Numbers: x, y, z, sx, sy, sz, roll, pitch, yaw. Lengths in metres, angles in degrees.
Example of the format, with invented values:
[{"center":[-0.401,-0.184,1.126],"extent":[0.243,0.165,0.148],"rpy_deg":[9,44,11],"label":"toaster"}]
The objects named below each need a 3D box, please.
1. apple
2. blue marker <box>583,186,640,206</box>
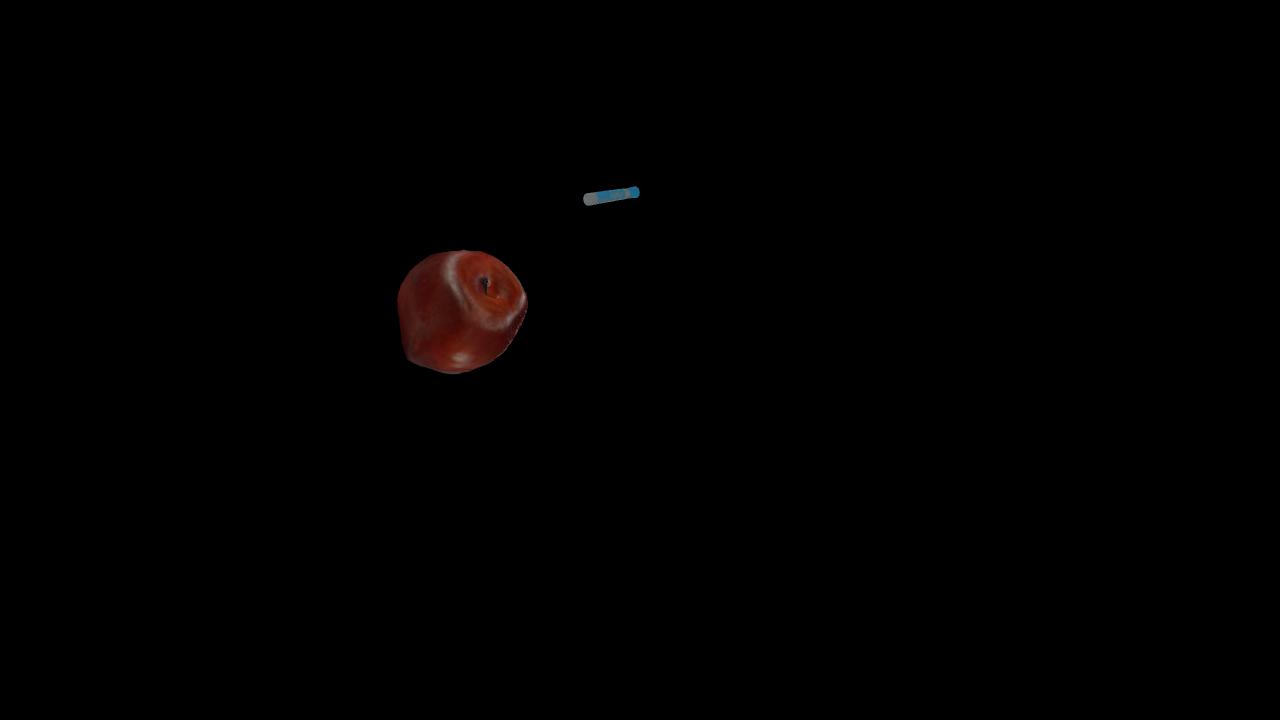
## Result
[{"center":[-0.120,-0.031,0.407],"extent":[0.079,0.079,0.093],"rpy_deg":[0,-26,-44],"label":"apple"},{"center":[-0.042,-0.263,0.983],"extent":[0.020,0.020,0.121],"rpy_deg":[0,17,41],"label":"blue marker"}]
